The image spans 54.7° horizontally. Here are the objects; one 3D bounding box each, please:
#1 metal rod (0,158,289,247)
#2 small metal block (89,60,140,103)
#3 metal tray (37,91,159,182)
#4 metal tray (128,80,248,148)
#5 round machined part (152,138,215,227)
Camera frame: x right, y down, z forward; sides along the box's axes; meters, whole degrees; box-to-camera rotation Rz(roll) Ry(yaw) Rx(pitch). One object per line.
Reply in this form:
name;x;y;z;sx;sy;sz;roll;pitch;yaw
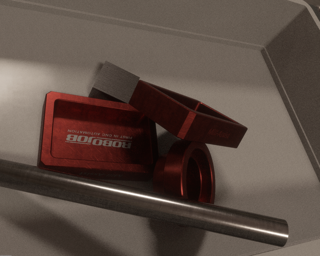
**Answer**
metal rod;-0.033;0.066;0.289;0.302;0.025;0.025;12;55;0
small metal block;-0.060;-0.053;0.407;0.050;0.025;0.050;25;53;-13
metal tray;-0.068;0.012;0.359;0.131;0.030;0.090;8;58;-25
metal tray;0.038;-0.014;0.374;0.090;0.030;0.131;35;15;37
round machined part;0.027;0.062;0.353;0.098;0.042;0.098;19;69;-59
